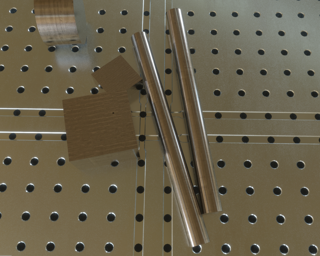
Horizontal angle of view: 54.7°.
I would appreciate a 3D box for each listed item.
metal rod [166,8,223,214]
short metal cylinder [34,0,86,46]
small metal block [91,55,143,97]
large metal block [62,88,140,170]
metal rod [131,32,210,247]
[{"bbox_3d":[0.043,-0.036,0.425,0.025,0.025,0.299,-7,70,-3],"label":"metal rod"},{"bbox_3d":[-0.138,-0.158,0.439,0.050,0.080,0.080,-4,70,-2],"label":"short metal cylinder"},{"bbox_3d":[-0.059,-0.066,0.435,0.050,0.025,0.050,-37,74,-13],"label":"small metal block"},{"bbox_3d":[-0.073,0.003,0.397,0.081,0.050,0.080,-11,71,-5],"label":"large metal block"},{"bbox_3d":[0.008,0.000,0.411,0.025,0.025,0.299,-14,71,-5],"label":"metal rod"}]
